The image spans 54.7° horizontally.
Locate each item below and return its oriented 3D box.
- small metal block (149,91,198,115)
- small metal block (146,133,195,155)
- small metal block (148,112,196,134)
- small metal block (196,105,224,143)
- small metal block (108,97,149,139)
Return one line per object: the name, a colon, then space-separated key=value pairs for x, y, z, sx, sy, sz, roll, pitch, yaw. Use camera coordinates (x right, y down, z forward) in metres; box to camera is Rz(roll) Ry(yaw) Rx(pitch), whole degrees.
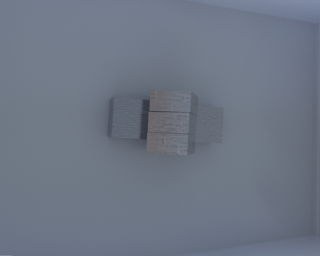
small metal block: x=0.019 y=-0.031 z=0.392 sx=0.050 sy=0.050 sz=0.025 roll=3 pitch=89 yaw=16
small metal block: x=0.015 y=0.019 z=0.392 sx=0.050 sy=0.050 sz=0.025 roll=2 pitch=89 yaw=16
small metal block: x=0.017 y=-0.006 z=0.392 sx=0.050 sy=0.050 sz=0.025 roll=2 pitch=89 yaw=16
small metal block: x=0.059 y=-0.005 z=0.432 sx=0.050 sy=0.025 sz=0.050 roll=3 pitch=89 yaw=-20
small metal block: x=-0.038 y=-0.012 z=0.396 sx=0.050 sy=0.025 sz=0.050 roll=4 pitch=89 yaw=-20
